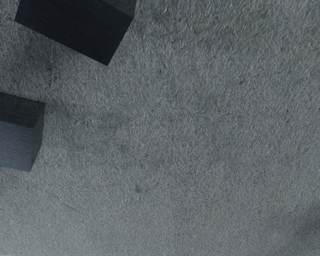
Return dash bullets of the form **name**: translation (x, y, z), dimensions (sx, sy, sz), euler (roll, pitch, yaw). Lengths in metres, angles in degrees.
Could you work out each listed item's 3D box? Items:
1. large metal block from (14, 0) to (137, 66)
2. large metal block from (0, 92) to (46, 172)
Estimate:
- **large metal block**: translation (-0.068, -0.112, 0.275), dimensions (0.080, 0.080, 0.050), euler (24, 126, -19)
- **large metal block**: translation (-0.196, 0.004, 0.392), dimensions (0.081, 0.050, 0.079), euler (14, 129, -12)
